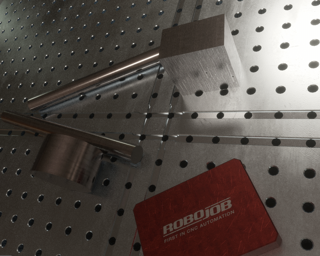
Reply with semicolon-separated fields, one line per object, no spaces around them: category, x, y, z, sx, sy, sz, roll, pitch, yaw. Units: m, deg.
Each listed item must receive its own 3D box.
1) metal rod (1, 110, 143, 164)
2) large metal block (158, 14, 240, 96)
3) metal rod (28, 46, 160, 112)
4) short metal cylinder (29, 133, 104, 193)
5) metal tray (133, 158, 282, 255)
metal rod;-0.153;0.007;0.482;0.300;0.025;0.025;13;68;33
large metal block;0.053;-0.090;0.399;0.080;0.080;0.050;-7;59;24
metal rod;-0.088;-0.084;0.503;0.301;0.025;0.025;-18;55;17
short metal cylinder;-0.120;0.047;0.405;0.080;0.080;0.050;2;63;29
metal tray;0.043;0.099;0.321;0.130;0.030;0.090;-27;53;10
